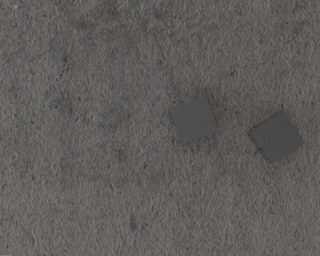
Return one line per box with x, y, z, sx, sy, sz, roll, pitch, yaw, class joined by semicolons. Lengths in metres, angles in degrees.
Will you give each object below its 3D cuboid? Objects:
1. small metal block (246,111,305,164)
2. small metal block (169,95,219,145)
0.152;0.012;0.411;0.050;0.025;0.050;-33;90;0;small metal block
0.043;-0.010;0.410;0.050;0.025;0.050;-20;90;0;small metal block
